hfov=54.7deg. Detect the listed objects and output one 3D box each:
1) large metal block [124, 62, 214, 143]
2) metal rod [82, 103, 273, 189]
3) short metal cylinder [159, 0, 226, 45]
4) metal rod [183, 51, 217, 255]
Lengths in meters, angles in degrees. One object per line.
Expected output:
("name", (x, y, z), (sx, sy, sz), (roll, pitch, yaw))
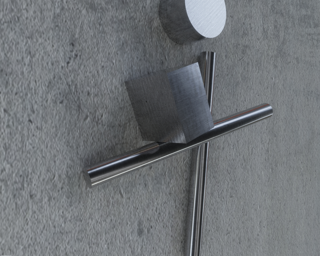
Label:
("large metal block", (0.010, -0.029, 0.377), (0.050, 0.080, 0.080), (-27, 107, -37))
("metal rod", (0.044, 0.013, 0.414), (0.302, 0.025, 0.025), (-18, 102, -30))
("short metal cylinder", (0.046, -0.159, 0.426), (0.081, 0.050, 0.080), (0, 90, -40))
("metal rod", (0.059, 0.037, 0.453), (0.025, 0.025, 0.298), (9, 85, -40))
